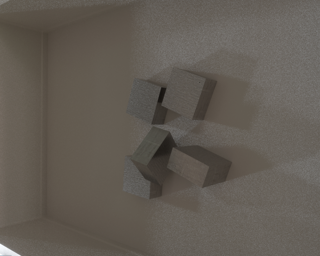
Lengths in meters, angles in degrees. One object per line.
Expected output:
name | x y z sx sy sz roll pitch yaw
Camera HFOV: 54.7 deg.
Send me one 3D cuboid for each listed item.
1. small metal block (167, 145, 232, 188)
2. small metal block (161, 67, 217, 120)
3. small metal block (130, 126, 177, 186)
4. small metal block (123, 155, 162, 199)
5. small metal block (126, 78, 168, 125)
small metal block | 0.045 0.042 0.353 0.050 0.050 0.025 26 107 37
small metal block | 0.035 -0.042 0.378 0.050 0.025 0.050 28 107 36
small metal block | -0.004 0.035 0.379 0.025 0.050 0.050 18 62 33
small metal block | -0.023 0.066 0.426 0.050 0.025 0.050 7 94 40
small metal block | -0.015 -0.036 0.419 0.050 0.025 0.050 25 106 37
